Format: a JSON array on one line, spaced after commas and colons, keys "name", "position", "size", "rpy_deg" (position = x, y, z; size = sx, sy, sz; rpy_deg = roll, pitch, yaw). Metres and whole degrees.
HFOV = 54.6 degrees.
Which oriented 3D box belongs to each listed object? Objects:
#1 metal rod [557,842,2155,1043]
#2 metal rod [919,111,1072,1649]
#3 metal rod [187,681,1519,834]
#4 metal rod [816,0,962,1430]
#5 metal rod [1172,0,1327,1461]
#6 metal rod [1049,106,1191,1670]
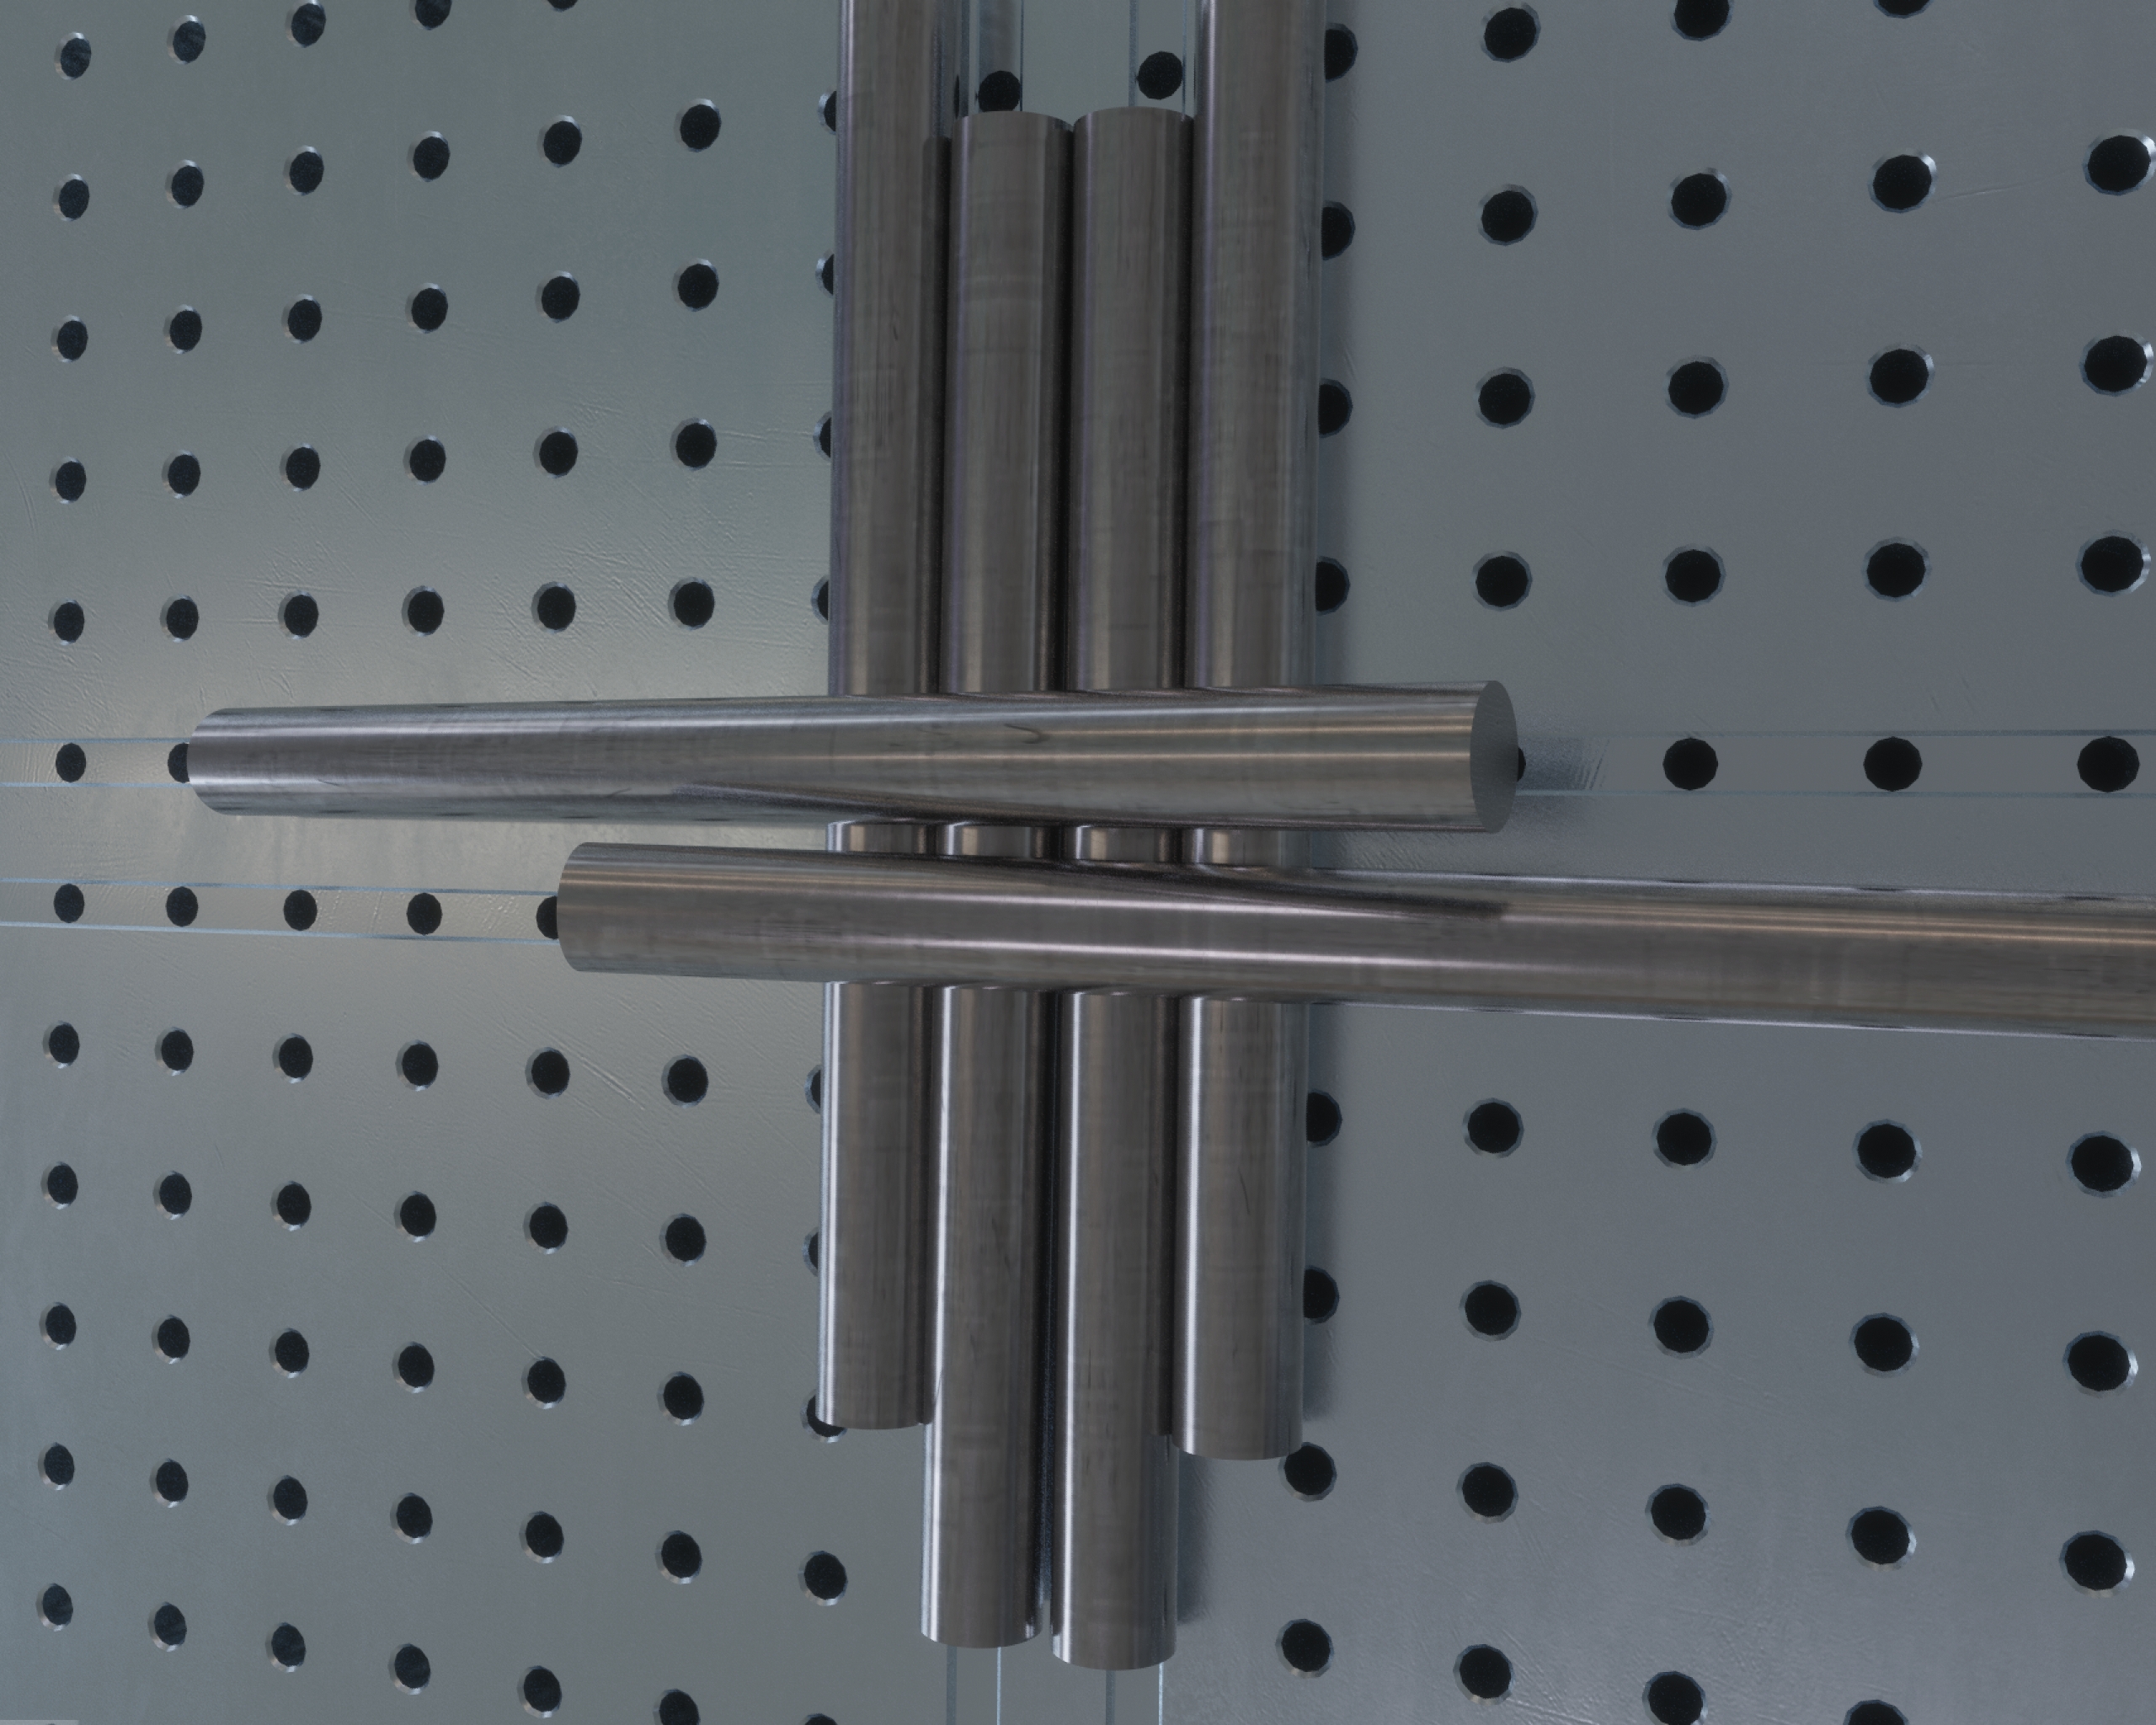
[{"name": "metal rod", "position": [0.053, 0.013, 0.372], "size": [0.301, 0.025, 0.025], "rpy_deg": [2, 91, 11]}, {"name": "metal rod", "position": [-0.016, 0.004, 0.417], "size": [0.025, 0.025, 0.298], "rpy_deg": [1, 90, 20]}, {"name": "metal rod", "position": [-0.064, -0.020, 0.411], "size": [0.300, 0.025, 0.025], "rpy_deg": [1, 91, 29]}, {"name": "metal rod", "position": [-0.038, -0.037, 0.426], "size": [0.025, 0.025, 0.298], "rpy_deg": [1, 90, 20]}, {"name": "metal rod", "position": [0.033, -0.038, 0.400], "size": [0.025, 0.025, 0.298], "rpy_deg": [1, 90, 20]}, {"name": "metal rod", "position": [0.009, 0.005, 0.411], "size": [0.025, 0.025, 0.298], "rpy_deg": [1, 90, 20]}]
